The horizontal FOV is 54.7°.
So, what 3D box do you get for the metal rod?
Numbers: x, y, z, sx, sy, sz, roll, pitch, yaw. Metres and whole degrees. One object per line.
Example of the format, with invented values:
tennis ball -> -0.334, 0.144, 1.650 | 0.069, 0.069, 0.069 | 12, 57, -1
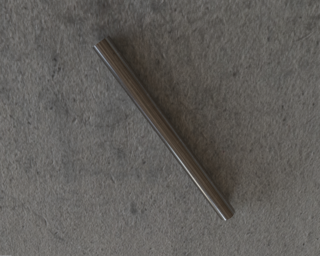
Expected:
metal rod -> 0.014, 0.012, 0.414 | 0.025, 0.025, 0.299 | -33, 107, 11
